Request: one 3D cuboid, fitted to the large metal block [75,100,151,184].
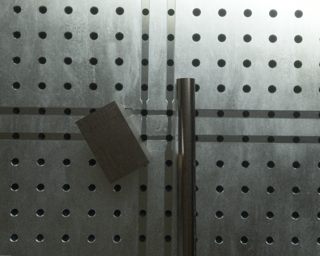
[{"bbox_3d":[-0.053,0.016,0.385,0.050,0.080,0.080,-29,90,0],"label":"large metal block"}]

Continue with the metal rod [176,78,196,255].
[{"bbox_3d":[0.035,0.084,0.413,0.025,0.025,0.298,0,90,0],"label":"metal rod"}]
